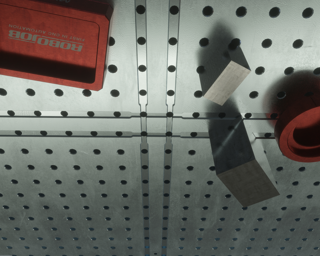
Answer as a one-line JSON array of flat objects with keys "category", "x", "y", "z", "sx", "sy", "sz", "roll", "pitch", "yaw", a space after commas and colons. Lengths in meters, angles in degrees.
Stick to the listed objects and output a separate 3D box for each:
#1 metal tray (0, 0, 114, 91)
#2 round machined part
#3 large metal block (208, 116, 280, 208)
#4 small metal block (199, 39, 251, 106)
[{"category": "metal tray", "x": -0.121, "y": -0.094, "z": 0.327, "sx": 0.131, "sy": 0.030, "sz": 0.089, "roll": 9, "pitch": 130, "yaw": -8}, {"category": "round machined part", "x": 0.197, "y": -0.004, "z": 0.399, "sx": 0.099, "sy": 0.042, "sz": 0.097, "roll": 0, "pitch": 130, "yaw": 0}, {"category": "large metal block", "x": 0.111, "y": 0.045, "z": 0.415, "sx": 0.050, "sy": 0.080, "sz": 0.080, "roll": -27, "pitch": 125, "yaw": 21}, {"category": "small metal block", "x": 0.070, "y": -0.062, "z": 0.343, "sx": 0.025, "sy": 0.050, "sz": 0.050, "roll": 23, "pitch": 126, "yaw": -18}]
